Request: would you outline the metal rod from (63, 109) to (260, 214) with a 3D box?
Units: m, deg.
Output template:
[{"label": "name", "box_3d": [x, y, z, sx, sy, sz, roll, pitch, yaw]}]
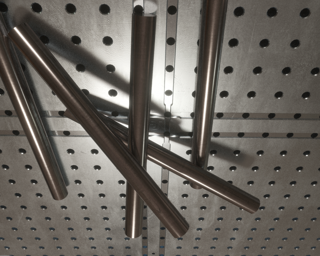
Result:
[{"label": "metal rod", "box_3d": [0.013, 0.045, 0.424, 0.301, 0.025, 0.025, 29, 124, -14]}]

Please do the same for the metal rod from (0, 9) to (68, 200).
[{"label": "metal rod", "box_3d": [-0.167, -0.007, 0.403, 0.025, 0.025, 0.298, -2, 130, 1]}]

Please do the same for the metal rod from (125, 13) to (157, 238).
[{"label": "metal rod", "box_3d": [-0.027, 0.017, 0.381, 0.025, 0.025, 0.298, 3, 117, -3]}]

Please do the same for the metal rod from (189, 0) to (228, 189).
[{"label": "metal rod", "box_3d": [0.056, -0.027, 0.389, 0.025, 0.025, 0.298, -1, 130, 0]}]

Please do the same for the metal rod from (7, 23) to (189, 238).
[{"label": "metal rod", "box_3d": [-0.061, 0.013, 0.358, 0.025, 0.025, 0.299, -31, 104, 23]}]
